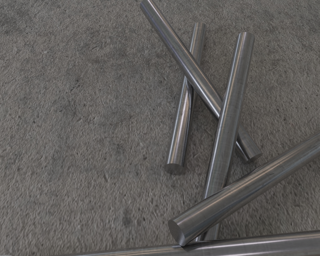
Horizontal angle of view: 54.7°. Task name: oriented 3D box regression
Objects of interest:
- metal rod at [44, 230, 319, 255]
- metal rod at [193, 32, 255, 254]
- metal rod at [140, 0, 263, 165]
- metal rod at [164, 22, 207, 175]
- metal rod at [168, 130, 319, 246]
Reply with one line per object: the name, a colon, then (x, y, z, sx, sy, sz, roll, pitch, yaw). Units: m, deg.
metal rod: (-0.006, 0.119, 0.277, 0.302, 0.025, 0.025, -7, 50, 4)
metal rod: (0.078, 0.004, 0.362, 0.025, 0.025, 0.300, 13, 63, 10)
metal rod: (0.046, -0.081, 0.436, 0.025, 0.025, 0.299, -21, 64, -17)
metal rod: (0.044, -0.065, 0.457, 0.025, 0.025, 0.300, 8, 50, 7)
metal rod: (0.137, 0.041, 0.342, 0.302, 0.025, 0.025, -22, 53, -28)
